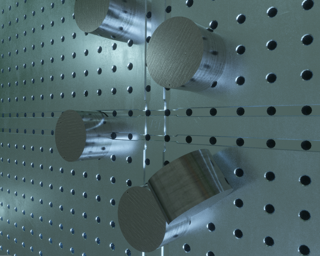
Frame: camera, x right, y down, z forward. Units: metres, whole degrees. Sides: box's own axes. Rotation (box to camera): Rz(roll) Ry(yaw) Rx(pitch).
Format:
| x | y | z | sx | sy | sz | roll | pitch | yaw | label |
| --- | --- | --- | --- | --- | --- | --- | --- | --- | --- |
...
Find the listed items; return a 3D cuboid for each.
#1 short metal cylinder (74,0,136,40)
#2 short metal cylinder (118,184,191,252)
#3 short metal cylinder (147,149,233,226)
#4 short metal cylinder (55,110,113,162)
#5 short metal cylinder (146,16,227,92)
| x | y | z | sx | sy | sz | roll | pitch | yaw | label |
| --- | --- | --- | --- | --- | --- | --- | --- | --- | --- |
| -0.082 | -0.176 | 0.458 | 0.080 | 0.050 | 0.079 | 0 | 90 | 39 | short metal cylinder |
| -0.008 | 0.111 | 0.398 | 0.080 | 0.050 | 0.079 | 0 | 90 | 39 | short metal cylinder |
| 0.033 | 0.066 | 0.345 | 0.080 | 0.081 | 0.050 | -44 | 64 | 31 | short metal cylinder |
| -0.121 | 0.012 | 0.490 | 0.080 | 0.050 | 0.079 | 0 | 90 | 39 | short metal cylinder |
| 0.030 | -0.085 | 0.366 | 0.080 | 0.050 | 0.079 | 0 | 90 | 39 | short metal cylinder |
